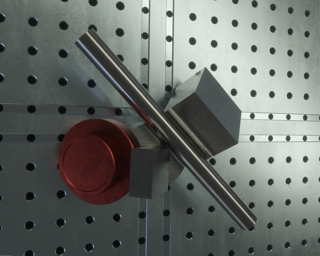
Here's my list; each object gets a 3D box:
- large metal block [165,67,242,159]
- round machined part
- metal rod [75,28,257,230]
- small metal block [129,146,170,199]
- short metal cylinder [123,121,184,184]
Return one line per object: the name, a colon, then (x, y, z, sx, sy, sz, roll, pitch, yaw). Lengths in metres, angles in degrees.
large metal block: (0.057, -0.020, 0.394, 0.080, 0.050, 0.080, 48, 32, -14)
round machined part: (-0.072, 0.038, 0.346, 0.098, 0.042, 0.097, 1, 94, 18)
metal rod: (0.017, 0.012, 0.362, 0.025, 0.025, 0.300, -45, 104, -14)
small metal block: (-0.010, 0.046, 0.336, 0.025, 0.050, 0.050, 3, 89, 20)
short metal cylinder: (-0.013, 0.031, 0.390, 0.081, 0.050, 0.079, 0, 90, -20)
